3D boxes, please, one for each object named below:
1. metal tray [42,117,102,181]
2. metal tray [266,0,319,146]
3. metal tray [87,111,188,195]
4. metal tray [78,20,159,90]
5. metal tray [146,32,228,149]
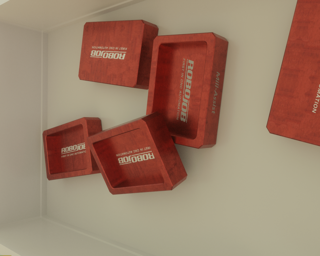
[{"bbox_3d":[-0.148,0.038,0.526,0.130,0.030,0.090,-14,81,39],"label":"metal tray"},{"bbox_3d":[0.157,-0.048,0.274,0.090,0.030,0.129,18,101,38],"label":"metal tray"},{"bbox_3d":[-0.035,0.038,0.404,0.130,0.030,0.090,-17,99,46],"label":"metal tray"},{"bbox_3d":[-0.066,-0.109,0.458,0.130,0.030,0.089,14,99,39],"label":"metal tray"},{"bbox_3d":[0.029,-0.046,0.379,0.090,0.030,0.129,10,97,39],"label":"metal tray"}]
